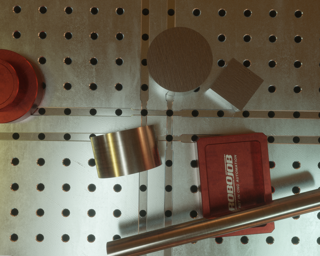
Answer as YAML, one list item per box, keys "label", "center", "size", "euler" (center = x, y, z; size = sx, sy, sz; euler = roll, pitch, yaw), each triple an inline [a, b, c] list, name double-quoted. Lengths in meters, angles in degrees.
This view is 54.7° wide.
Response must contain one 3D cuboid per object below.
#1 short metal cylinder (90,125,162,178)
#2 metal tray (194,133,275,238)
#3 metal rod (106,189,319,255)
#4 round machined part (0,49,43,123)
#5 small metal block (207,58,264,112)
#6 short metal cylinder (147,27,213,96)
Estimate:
- label: "short metal cylinder"
  center: [-0.042, 0.028, 0.385]
  size: [0.080, 0.080, 0.050]
  euler: [-11, 90, 0]
- label: "metal tray"
  center: [0.097, 0.074, 0.411]
  size: [0.091, 0.030, 0.129]
  euler: [-5, 90, 0]
- label: "metal rod"
  center: [0.084, 0.117, 0.383]
  size: [0.302, 0.025, 0.025]
  euler: [-14, 90, 0]
- label: "round machined part"
  center: [-0.209, -0.055, 0.403]
  size: [0.099, 0.042, 0.097]
  euler: [0, 90, 0]
- label: "small metal block"
  center: [0.100, -0.057, 0.414]
  size: [0.050, 0.025, 0.050]
  euler: [37, 90, 0]
- label: "short metal cylinder"
  center: [0.024, -0.083, 0.401]
  size: [0.081, 0.050, 0.079]
  euler: [0, 90, 0]
